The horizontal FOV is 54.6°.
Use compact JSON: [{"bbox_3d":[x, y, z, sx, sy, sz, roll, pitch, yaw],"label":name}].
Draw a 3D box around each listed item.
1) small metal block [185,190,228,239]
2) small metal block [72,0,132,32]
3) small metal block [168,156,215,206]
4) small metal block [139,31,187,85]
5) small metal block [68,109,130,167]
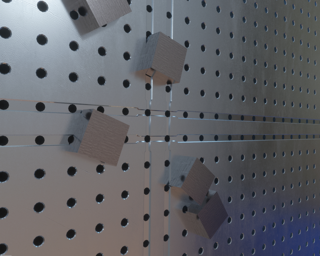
[{"bbox_3d":[0.071,0.129,0.468,0.050,0.025,0.050,-40,115,-32],"label":"small metal block"},{"bbox_3d":[-0.068,-0.144,0.351,0.050,0.025,0.050,-40,115,-32],"label":"small metal block"},{"bbox_3d":[0.047,0.076,0.448,0.050,0.025,0.050,46,63,-30],"label":"small metal block"},{"bbox_3d":[0.005,-0.091,0.412,0.050,0.025,0.050,21,77,-38],"label":"small metal block"},{"bbox_3d":[-0.068,0.011,0.351,0.050,0.025,0.050,27,73,-37],"label":"small metal block"}]
